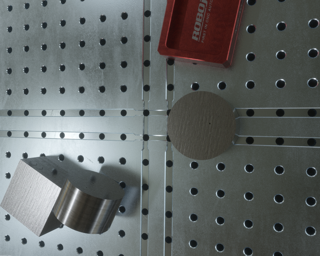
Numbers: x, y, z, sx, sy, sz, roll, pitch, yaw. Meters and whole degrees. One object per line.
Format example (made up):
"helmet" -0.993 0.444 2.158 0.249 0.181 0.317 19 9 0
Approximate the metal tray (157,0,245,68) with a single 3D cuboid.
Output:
"metal tray" 0.055 -0.148 0.390 0.090 0.030 0.129 13 94 19

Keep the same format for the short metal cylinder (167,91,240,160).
"short metal cylinder" 0.055 -0.003 0.380 0.080 0.050 0.079 0 90 20

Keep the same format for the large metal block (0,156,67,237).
"large metal block" -0.176 0.098 0.461 0.080 0.050 0.080 30 100 17

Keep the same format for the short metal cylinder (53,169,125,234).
"short metal cylinder" -0.095 0.097 0.417 0.080 0.080 0.050 27 99 18
